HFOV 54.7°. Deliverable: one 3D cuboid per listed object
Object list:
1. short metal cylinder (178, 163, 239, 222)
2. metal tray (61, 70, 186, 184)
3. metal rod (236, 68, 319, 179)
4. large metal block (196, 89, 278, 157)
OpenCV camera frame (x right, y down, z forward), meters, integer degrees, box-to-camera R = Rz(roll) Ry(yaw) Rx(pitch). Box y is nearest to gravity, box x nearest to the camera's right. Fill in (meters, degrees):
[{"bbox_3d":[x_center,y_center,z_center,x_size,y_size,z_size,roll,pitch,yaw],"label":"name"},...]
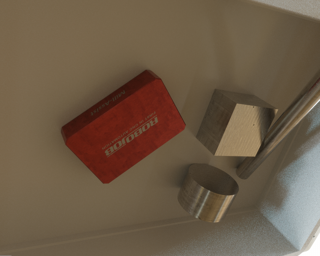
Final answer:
[{"bbox_3d":[0.073,0.098,0.476,0.081,0.080,0.050,6,116,-31],"label":"short metal cylinder"},{"bbox_3d":[-0.041,0.001,0.385,0.130,0.030,0.090,-35,129,-5],"label":"metal tray"},{"bbox_3d":[0.176,-0.009,0.425,0.025,0.025,0.298,-12,148,-23],"label":"metal rod"},{"bbox_3d":[0.111,-0.006,0.452,0.081,0.050,0.079,4,116,-31],"label":"large metal block"}]
